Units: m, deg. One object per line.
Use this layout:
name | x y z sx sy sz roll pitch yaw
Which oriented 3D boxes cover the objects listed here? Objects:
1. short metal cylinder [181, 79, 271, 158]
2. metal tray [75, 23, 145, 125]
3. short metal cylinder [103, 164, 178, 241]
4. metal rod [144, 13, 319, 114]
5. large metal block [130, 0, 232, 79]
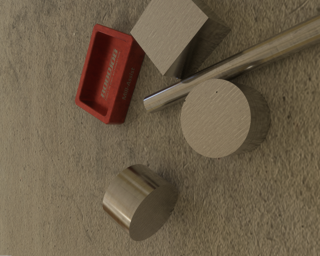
short metal cylinder | 0.070 -0.010 0.331 0.080 0.050 0.080 0 90 40
metal tray | -0.077 -0.080 0.464 0.090 0.030 0.129 30 108 36
short metal cylinder | -0.024 0.092 0.389 0.050 0.081 0.079 30 109 36
metal rod | 0.098 -0.073 0.324 0.299 0.025 0.025 -21 77 38
large metal block | 0.022 -0.116 0.370 0.080 0.050 0.080 -49 61 29
